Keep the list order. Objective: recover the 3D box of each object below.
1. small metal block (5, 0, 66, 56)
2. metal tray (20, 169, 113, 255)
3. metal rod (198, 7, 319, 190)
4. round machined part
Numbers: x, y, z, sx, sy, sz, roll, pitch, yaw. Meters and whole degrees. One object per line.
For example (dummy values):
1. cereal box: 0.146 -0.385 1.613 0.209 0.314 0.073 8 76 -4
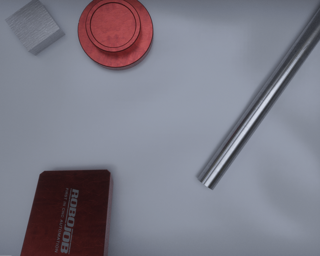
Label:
1. small metal block: -0.164 -0.133 0.409 0.050 0.025 0.050 -36 90 0
2. metal tray: -0.107 0.114 0.372 0.091 0.030 0.130 -1 53 -1
3. metal rod: 0.147 -0.046 0.413 0.025 0.025 0.299 36 90 -1
4. round machined part: -0.058 -0.127 0.402 0.099 0.042 0.097 0 90 -1
